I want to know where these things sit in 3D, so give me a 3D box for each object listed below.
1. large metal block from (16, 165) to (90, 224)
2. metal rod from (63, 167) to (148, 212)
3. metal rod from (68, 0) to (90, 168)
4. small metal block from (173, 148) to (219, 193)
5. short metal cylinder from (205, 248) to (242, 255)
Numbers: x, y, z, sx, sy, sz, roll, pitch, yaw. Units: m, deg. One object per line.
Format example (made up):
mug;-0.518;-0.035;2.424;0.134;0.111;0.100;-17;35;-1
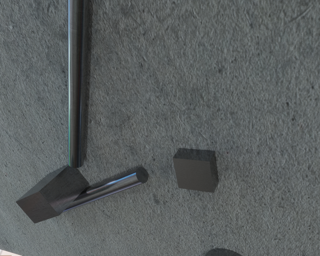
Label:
large metal block;-0.184;0.112;0.535;0.080;0.080;0.050;-26;105;36
metal rod;-0.134;0.124;0.551;0.299;0.025;0.025;-26;104;36
metal rod;-0.114;-0.061;0.426;0.025;0.025;0.298;22;127;14
small metal block;0.049;0.056;0.415;0.050;0.025;0.050;3;120;26
short metal cylinder;0.101;0.236;0.483;0.080;0.050;0.079;13;124;20
